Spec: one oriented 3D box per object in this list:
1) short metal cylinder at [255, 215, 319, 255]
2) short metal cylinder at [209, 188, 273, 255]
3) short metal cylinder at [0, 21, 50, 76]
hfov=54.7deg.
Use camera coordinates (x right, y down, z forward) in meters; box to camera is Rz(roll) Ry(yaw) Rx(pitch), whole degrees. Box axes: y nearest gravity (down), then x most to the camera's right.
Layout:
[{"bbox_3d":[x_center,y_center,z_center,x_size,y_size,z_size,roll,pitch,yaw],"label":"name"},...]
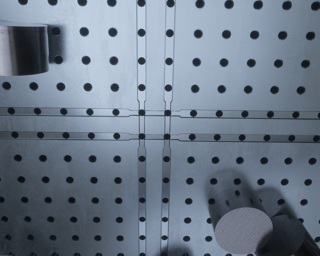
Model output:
[{"bbox_3d":[0.183,0.175,0.451,0.080,0.080,0.050,-34,107,11],"label":"short metal cylinder"},{"bbox_3d":[0.116,0.135,0.452,0.081,0.050,0.079,0,110,-1],"label":"short metal cylinder"},{"bbox_3d":[-0.168,-0.091,0.348,0.081,0.080,0.050,4,110,-2],"label":"short metal cylinder"}]
